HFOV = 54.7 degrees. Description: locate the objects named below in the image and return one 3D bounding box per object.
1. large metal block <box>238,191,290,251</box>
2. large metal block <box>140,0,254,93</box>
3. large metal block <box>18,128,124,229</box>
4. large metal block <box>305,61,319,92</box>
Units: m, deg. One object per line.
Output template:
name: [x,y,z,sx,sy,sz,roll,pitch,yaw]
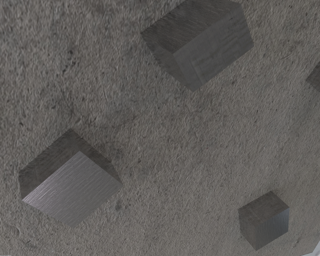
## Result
large metal block: [0.207,0.185,0.618,0.080,0.050,0.080,-25,128,-13]
large metal block: [0.038,-0.095,0.333,0.080,0.080,0.050,-37,129,-3]
large metal block: [-0.105,0.061,0.371,0.080,0.050,0.080,-41,130,0]
large metal block: [0.297,-0.067,0.492,0.080,0.080,0.050,22,106,-36]
